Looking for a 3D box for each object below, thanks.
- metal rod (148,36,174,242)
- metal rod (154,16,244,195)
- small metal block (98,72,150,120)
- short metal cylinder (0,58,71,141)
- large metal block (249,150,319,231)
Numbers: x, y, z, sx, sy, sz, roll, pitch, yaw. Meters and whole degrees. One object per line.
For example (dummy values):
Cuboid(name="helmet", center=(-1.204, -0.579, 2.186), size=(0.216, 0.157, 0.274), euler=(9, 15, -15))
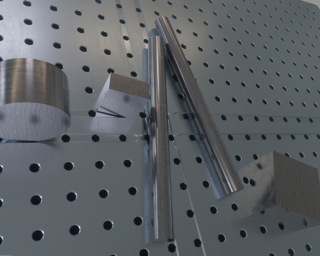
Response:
Cuboid(name="metal rod", center=(-0.002, -0.007, 0.411), size=(0.025, 0.025, 0.299), euler=(12, 57, -22))
Cuboid(name="metal rod", center=(0.051, -0.046, 0.463), size=(0.025, 0.025, 0.299), euler=(-7, 65, -31))
Cuboid(name="small metal block", center=(-0.046, -0.039, 0.391), size=(0.050, 0.050, 0.025), euler=(13, 56, -21))
Cuboid(name="short metal cylinder", center=(-0.134, -0.026, 0.316), size=(0.081, 0.080, 0.050), euler=(3, 61, -27))
Cuboid(name="large metal block", center=(0.174, 0.088, 0.432), size=(0.080, 0.050, 0.080), euler=(22, 54, -15))
